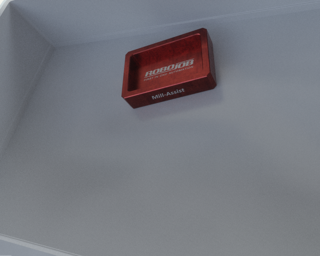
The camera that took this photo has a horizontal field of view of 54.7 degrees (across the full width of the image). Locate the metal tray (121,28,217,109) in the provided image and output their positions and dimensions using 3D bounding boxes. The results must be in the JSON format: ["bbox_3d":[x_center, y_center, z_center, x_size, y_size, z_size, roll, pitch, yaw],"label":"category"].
[{"bbox_3d":[0.011,-0.085,0.447,0.130,0.030,0.090,-12,57,21],"label":"metal tray"}]
